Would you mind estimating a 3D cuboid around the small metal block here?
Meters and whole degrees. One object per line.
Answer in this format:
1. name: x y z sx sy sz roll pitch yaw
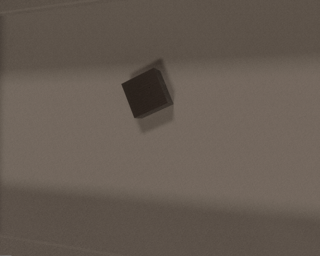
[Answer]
1. small metal block: -0.017 -0.045 0.416 0.050 0.025 0.050 -24 82 18
